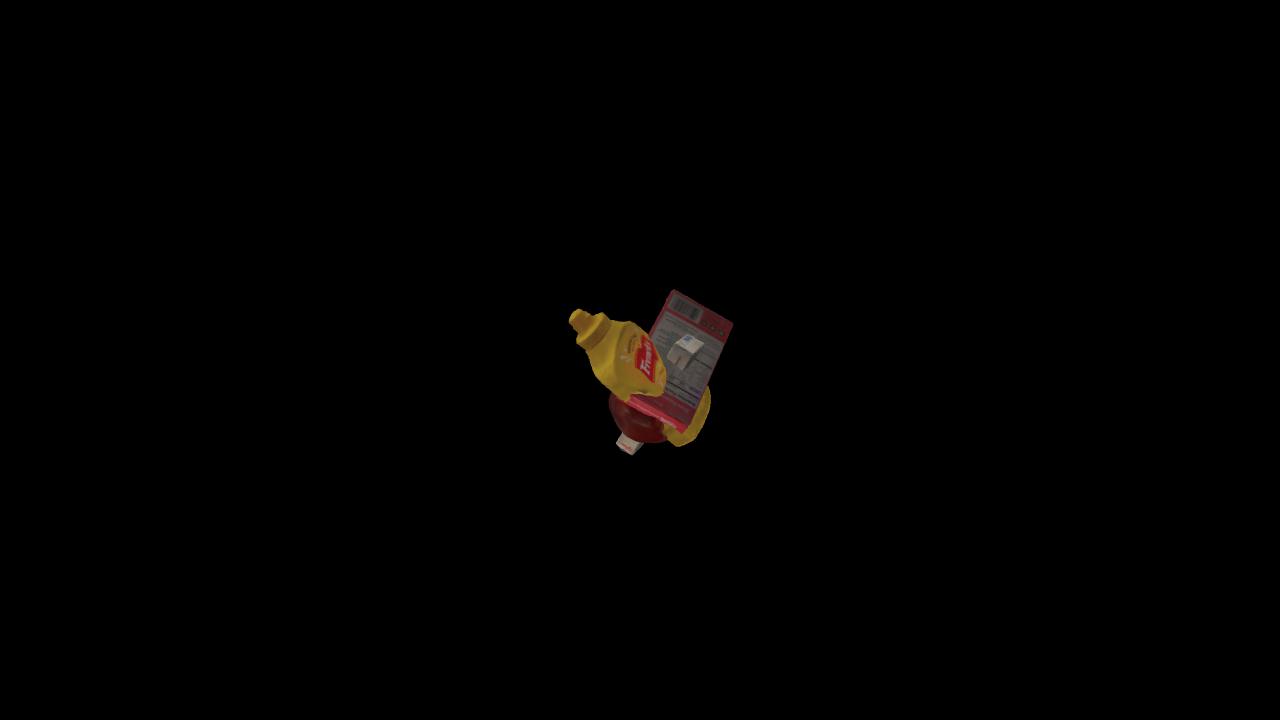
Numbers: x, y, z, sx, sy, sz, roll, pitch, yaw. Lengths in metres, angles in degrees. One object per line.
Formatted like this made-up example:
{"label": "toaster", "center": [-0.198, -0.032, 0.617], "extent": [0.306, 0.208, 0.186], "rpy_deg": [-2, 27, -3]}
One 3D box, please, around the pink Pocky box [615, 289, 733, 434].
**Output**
{"label": "pink Pocky box", "center": [0.041, -0.001, 0.686], "extent": [0.084, 0.155, 0.029], "rpy_deg": [29, -34, -2]}

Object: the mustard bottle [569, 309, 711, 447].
{"label": "mustard bottle", "center": [-0.004, 0.009, 0.666], "extent": [0.184, 0.092, 0.054], "rpy_deg": [41, -42, -19]}

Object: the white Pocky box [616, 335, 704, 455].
{"label": "white Pocky box", "center": [0.029, 0.035, 0.724], "extent": [0.028, 0.154, 0.084], "rpy_deg": [34, 27, 9]}

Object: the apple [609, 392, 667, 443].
{"label": "apple", "center": [0.007, 0.054, 0.694], "extent": [0.079, 0.079, 0.093], "rpy_deg": [0, 21, -37]}
